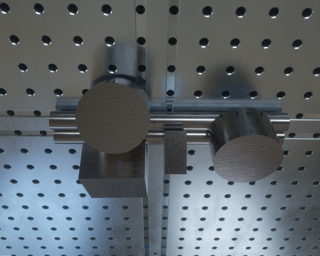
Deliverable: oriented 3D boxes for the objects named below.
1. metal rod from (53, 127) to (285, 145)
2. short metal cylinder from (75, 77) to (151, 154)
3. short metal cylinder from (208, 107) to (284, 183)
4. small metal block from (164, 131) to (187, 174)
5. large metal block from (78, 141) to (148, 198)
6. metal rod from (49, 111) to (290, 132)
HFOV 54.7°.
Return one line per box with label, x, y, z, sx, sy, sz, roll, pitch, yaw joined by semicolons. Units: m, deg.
metal rod;0.013;0.010;0.416;0.302;0.025;0.025;0;130;-1
short metal cylinder;-0.051;-0.016;0.358;0.081;0.050;0.079;0;106;-1
short metal cylinder;0.102;0.022;0.377;0.081;0.050;0.079;0;130;0
small metal block;0.018;0.029;0.378;0.025;0.050;0.050;0;88;-1
large metal block;-0.059;0.059;0.422;0.081;0.050;0.080;-1;150;0
metal rod;0.013;-0.009;0.400;0.302;0.025;0.025;0;130;-1
